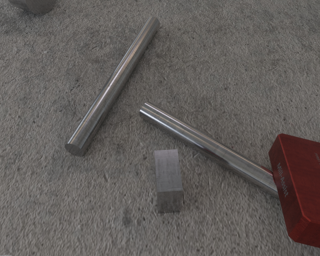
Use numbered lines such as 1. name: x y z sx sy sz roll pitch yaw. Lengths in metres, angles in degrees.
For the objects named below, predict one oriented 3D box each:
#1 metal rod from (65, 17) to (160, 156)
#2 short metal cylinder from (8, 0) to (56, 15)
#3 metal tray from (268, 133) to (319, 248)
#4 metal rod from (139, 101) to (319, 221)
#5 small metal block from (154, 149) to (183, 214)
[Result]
1. metal rod: -0.059 -0.082 0.471 0.025 0.025 0.300 14 51 11
2. short metal cylinder: -0.242 -0.261 0.585 0.050 0.080 0.080 23 54 18
3. metal tray: 0.169 0.063 0.317 0.091 0.030 0.130 14 34 0
4. metal rod: 0.098 0.046 0.365 0.300 0.025 0.025 31 57 23
5. small metal block: 0.008 0.059 0.338 0.025 0.050 0.050 -3 50 -3
